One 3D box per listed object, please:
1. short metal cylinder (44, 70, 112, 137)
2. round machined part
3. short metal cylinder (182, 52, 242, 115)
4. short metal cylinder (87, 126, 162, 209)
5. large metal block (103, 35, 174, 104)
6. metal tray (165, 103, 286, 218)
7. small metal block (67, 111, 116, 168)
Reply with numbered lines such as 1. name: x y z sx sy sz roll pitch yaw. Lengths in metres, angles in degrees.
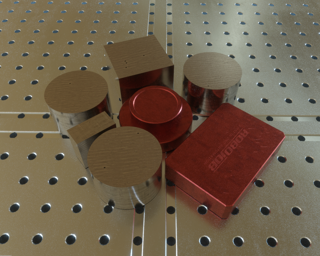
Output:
1. short metal cylinder: -0.107 -0.032 0.417 0.080 0.050 0.080 0 50 0
2. round machined part: -0.006 -0.019 0.411 0.099 0.042 0.098 0 50 0
3. short metal cylinder: 0.072 -0.064 0.445 0.080 0.050 0.080 0 50 0
4. short metal cylinder: -0.038 0.044 0.353 0.080 0.050 0.080 0 50 0
5. large metal block: -0.032 -0.090 0.466 0.081 0.050 0.080 -17 52 -14
6. metal tray: 0.079 0.032 0.376 0.090 0.030 0.131 33 57 25
7. small metal block: -0.079 0.015 0.377 0.050 0.050 0.025 -30 56 -23
